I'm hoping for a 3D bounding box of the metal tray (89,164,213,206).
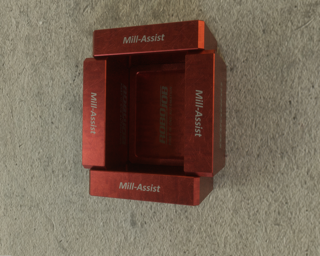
[{"bbox_3d":[-0.007,0.063,0.377,0.130,0.090,0.030,1,91,19],"label":"metal tray"}]

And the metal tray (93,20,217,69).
[{"bbox_3d":[-0.003,-0.096,0.375,0.130,0.090,0.030,1,91,19],"label":"metal tray"}]

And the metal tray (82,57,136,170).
[{"bbox_3d":[-0.060,-0.017,0.395,0.030,0.090,0.129,1,90,20],"label":"metal tray"}]

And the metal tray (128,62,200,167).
[{"bbox_3d":[0.007,-0.017,0.404,0.090,0.030,0.129,1,90,19],"label":"metal tray"}]

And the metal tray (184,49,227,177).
[{"bbox_3d":[0.055,-0.015,0.355,0.030,0.090,0.129,1,90,20],"label":"metal tray"}]
